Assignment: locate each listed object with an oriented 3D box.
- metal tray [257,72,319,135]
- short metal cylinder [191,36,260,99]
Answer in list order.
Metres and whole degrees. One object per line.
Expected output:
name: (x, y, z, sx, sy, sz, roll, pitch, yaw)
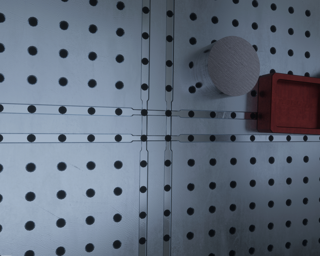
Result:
metal tray: (0.219, -0.035, 0.490, 0.131, 0.030, 0.089, 2, 89, -20)
short metal cylinder: (0.090, -0.082, 0.432, 0.081, 0.050, 0.080, 0, 90, -20)
